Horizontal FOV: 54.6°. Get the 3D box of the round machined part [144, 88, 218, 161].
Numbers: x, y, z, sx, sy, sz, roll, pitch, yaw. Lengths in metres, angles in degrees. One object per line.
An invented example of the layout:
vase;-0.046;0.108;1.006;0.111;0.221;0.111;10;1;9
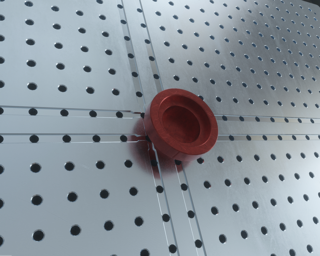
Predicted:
round machined part;0.024;-0.001;0.410;0.099;0.042;0.098;13;56;-21
